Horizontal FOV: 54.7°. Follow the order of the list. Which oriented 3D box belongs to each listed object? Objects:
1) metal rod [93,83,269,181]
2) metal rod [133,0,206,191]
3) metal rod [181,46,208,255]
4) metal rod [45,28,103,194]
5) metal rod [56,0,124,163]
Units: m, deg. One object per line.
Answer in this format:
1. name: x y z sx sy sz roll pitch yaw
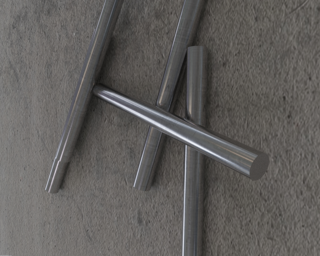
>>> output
1. metal rod: -0.005 -0.013 0.370 0.300 0.025 0.025 27 108 49
2. metal rod: 0.015 -0.059 0.392 0.025 0.025 0.298 26 106 37
3. metal rod: 0.041 0.054 0.371 0.025 0.025 0.298 3 92 40
4. metal rod: -0.143 -0.018 0.523 0.025 0.025 0.298 35 112 34
5. metal rod: -0.108 -0.080 0.475 0.025 0.025 0.298 35 111 34
